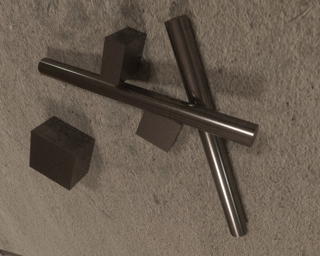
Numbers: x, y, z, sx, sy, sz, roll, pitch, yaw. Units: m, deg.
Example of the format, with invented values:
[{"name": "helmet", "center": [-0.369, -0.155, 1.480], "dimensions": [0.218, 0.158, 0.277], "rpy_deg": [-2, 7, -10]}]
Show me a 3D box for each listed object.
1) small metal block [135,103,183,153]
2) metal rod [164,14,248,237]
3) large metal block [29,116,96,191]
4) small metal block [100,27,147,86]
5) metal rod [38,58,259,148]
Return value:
[{"name": "small metal block", "center": [0.002, -0.004, 0.402], "dimensions": [0.050, 0.025, 0.050], "rpy_deg": [30, 128, 8]}, {"name": "metal rod", "center": [0.064, 0.015, 0.381], "dimensions": [0.025, 0.025, 0.298], "rpy_deg": [-6, 116, 31]}, {"name": "large metal block", "center": [-0.158, 0.040, 0.496], "dimensions": [0.080, 0.050, 0.079], "rpy_deg": [28, 128, 10]}, {"name": "small metal block", "center": [-0.043, -0.084, 0.360], "dimensions": [0.025, 0.050, 0.050], "rpy_deg": [25, 127, 12]}, {"name": "metal rod", "center": [-0.033, -0.039, 0.376], "dimensions": [0.301, 0.025, 0.025], "rpy_deg": [20, 126, 24]}]
